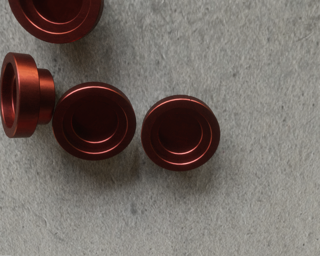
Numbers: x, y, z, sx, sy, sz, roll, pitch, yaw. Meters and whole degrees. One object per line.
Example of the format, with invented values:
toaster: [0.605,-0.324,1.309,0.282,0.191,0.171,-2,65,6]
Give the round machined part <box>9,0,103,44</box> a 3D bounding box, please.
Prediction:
round machined part: [-0.112,-0.146,0.345,0.099,0.042,0.097,0,110,-1]

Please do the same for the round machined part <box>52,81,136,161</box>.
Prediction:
round machined part: [-0.082,-0.011,0.388,0.099,0.042,0.097,-5,116,-11]

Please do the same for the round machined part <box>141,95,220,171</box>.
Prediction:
round machined part: [0.026,0.004,0.402,0.099,0.042,0.097,0,110,-1]

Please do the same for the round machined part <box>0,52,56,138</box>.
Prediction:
round machined part: [-0.156,-0.037,0.365,0.042,0.098,0.097,-2,115,-38]
